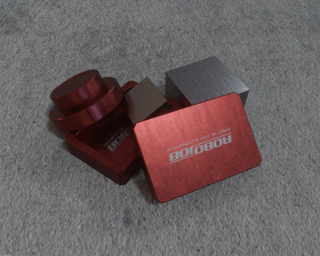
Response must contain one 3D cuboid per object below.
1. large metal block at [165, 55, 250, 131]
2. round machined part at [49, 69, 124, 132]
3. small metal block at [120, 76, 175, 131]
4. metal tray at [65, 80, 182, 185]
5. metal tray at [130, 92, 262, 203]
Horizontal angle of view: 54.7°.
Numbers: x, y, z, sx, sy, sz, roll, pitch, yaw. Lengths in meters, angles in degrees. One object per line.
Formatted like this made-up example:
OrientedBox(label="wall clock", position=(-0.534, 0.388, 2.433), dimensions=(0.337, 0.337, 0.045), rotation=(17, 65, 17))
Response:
OrientedBox(label="large metal block", position=(0.061, -0.047, 0.429), dimensions=(0.081, 0.050, 0.080), rotation=(-21, 53, -17))
OrientedBox(label="round machined part", position=(-0.100, -0.041, 0.400), dimensions=(0.098, 0.042, 0.098), rotation=(-20, 29, 12))
OrientedBox(label="small metal block", position=(-0.018, -0.030, 0.400), dimensions=(0.050, 0.025, 0.050), rotation=(-39, 58, 4))
OrientedBox(label="metal tray", position=(-0.042, 0.000, 0.400), dimensions=(0.090, 0.030, 0.131), rotation=(28, 55, 21))
OrientedBox(label="metal tray", position=(0.041, 0.020, 0.355), dimensions=(0.131, 0.030, 0.090), rotation=(-18, 89, -14))
